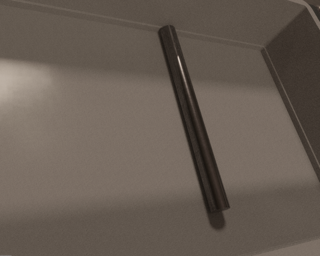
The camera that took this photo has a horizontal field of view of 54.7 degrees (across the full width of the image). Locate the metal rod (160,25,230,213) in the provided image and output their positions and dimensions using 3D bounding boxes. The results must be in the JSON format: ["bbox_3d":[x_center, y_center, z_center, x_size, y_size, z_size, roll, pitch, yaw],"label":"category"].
[{"bbox_3d":[0.044,-0.029,0.449,0.025,0.025,0.299,1,61,-28],"label":"metal rod"}]
